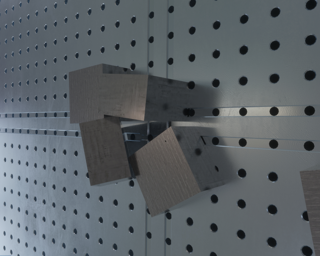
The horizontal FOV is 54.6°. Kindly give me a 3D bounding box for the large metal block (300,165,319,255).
[{"bbox_3d":[0.170,0.069,0.253,0.080,0.050,0.080,-13,82,39],"label":"large metal block"}]

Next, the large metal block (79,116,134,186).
[{"bbox_3d":[-0.070,0.035,0.425,0.050,0.080,0.080,-12,79,-5],"label":"large metal block"}]

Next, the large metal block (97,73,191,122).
[{"bbox_3d":[-0.020,-0.038,0.391,0.080,0.081,0.050,10,96,39],"label":"large metal block"}]

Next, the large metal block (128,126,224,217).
[{"bbox_3d":[0.017,0.052,0.380,0.080,0.050,0.080,-37,67,34],"label":"large metal block"}]

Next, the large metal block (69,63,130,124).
[{"bbox_3d":[-0.093,-0.048,0.471,0.080,0.050,0.080,-3,88,40],"label":"large metal block"}]
